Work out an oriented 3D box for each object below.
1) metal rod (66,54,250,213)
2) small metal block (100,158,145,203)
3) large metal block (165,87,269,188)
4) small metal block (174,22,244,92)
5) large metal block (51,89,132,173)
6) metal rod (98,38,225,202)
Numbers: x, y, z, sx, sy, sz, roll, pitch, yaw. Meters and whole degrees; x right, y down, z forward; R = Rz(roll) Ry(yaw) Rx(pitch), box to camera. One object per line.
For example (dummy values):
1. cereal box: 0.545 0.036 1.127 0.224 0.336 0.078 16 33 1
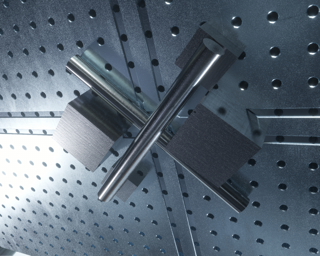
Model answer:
1. metal rod: -0.003 0.008 0.416 0.300 0.025 0.025 40 129 0
2. small metal block: -0.060 0.084 0.495 0.050 0.025 0.050 38 129 2
3. large metal block: 0.066 0.011 0.367 0.080 0.050 0.080 37 129 3
4. small metal block: 0.052 -0.077 0.337 0.050 0.025 0.050 39 129 1
5. large metal block: -0.099 0.005 0.451 0.080 0.050 0.080 40 129 1
6. metal rod: -0.017 0.013 0.395 0.025 0.025 0.298 39 129 2
